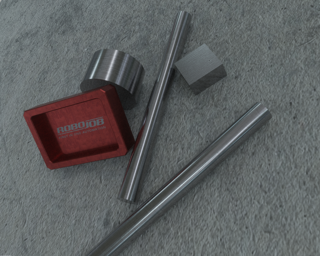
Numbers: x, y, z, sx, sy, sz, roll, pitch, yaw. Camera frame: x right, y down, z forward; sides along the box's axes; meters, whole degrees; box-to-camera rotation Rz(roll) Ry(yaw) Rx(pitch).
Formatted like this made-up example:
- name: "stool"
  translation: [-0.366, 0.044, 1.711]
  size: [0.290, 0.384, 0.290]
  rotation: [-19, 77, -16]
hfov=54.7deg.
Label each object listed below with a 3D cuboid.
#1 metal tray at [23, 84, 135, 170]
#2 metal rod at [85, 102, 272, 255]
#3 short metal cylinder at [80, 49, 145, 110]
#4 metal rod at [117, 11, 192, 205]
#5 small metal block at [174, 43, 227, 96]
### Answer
- name: "metal tray"
  translation: [-0.109, 0.001, 0.417]
  size: [0.130, 0.089, 0.030]
  rotation: [-13, 16, 21]
- name: "metal rod"
  translation: [0.006, 0.079, 0.350]
  size: [0.300, 0.025, 0.025]
  rotation: [-42, 51, -1]
- name: "short metal cylinder"
  translation: [-0.067, -0.067, 0.443]
  size: [0.080, 0.080, 0.050]
  rotation: [1, 62, 28]
- name: "metal rod"
  translation: [-0.001, -0.044, 0.429]
  size: [0.025, 0.025, 0.300]
  rotation: [2, 63, 29]
- name: "small metal block"
  translation: [0.055, -0.080, 0.423]
  size: [0.050, 0.025, 0.050]
  rotation: [-33, 52, 6]
